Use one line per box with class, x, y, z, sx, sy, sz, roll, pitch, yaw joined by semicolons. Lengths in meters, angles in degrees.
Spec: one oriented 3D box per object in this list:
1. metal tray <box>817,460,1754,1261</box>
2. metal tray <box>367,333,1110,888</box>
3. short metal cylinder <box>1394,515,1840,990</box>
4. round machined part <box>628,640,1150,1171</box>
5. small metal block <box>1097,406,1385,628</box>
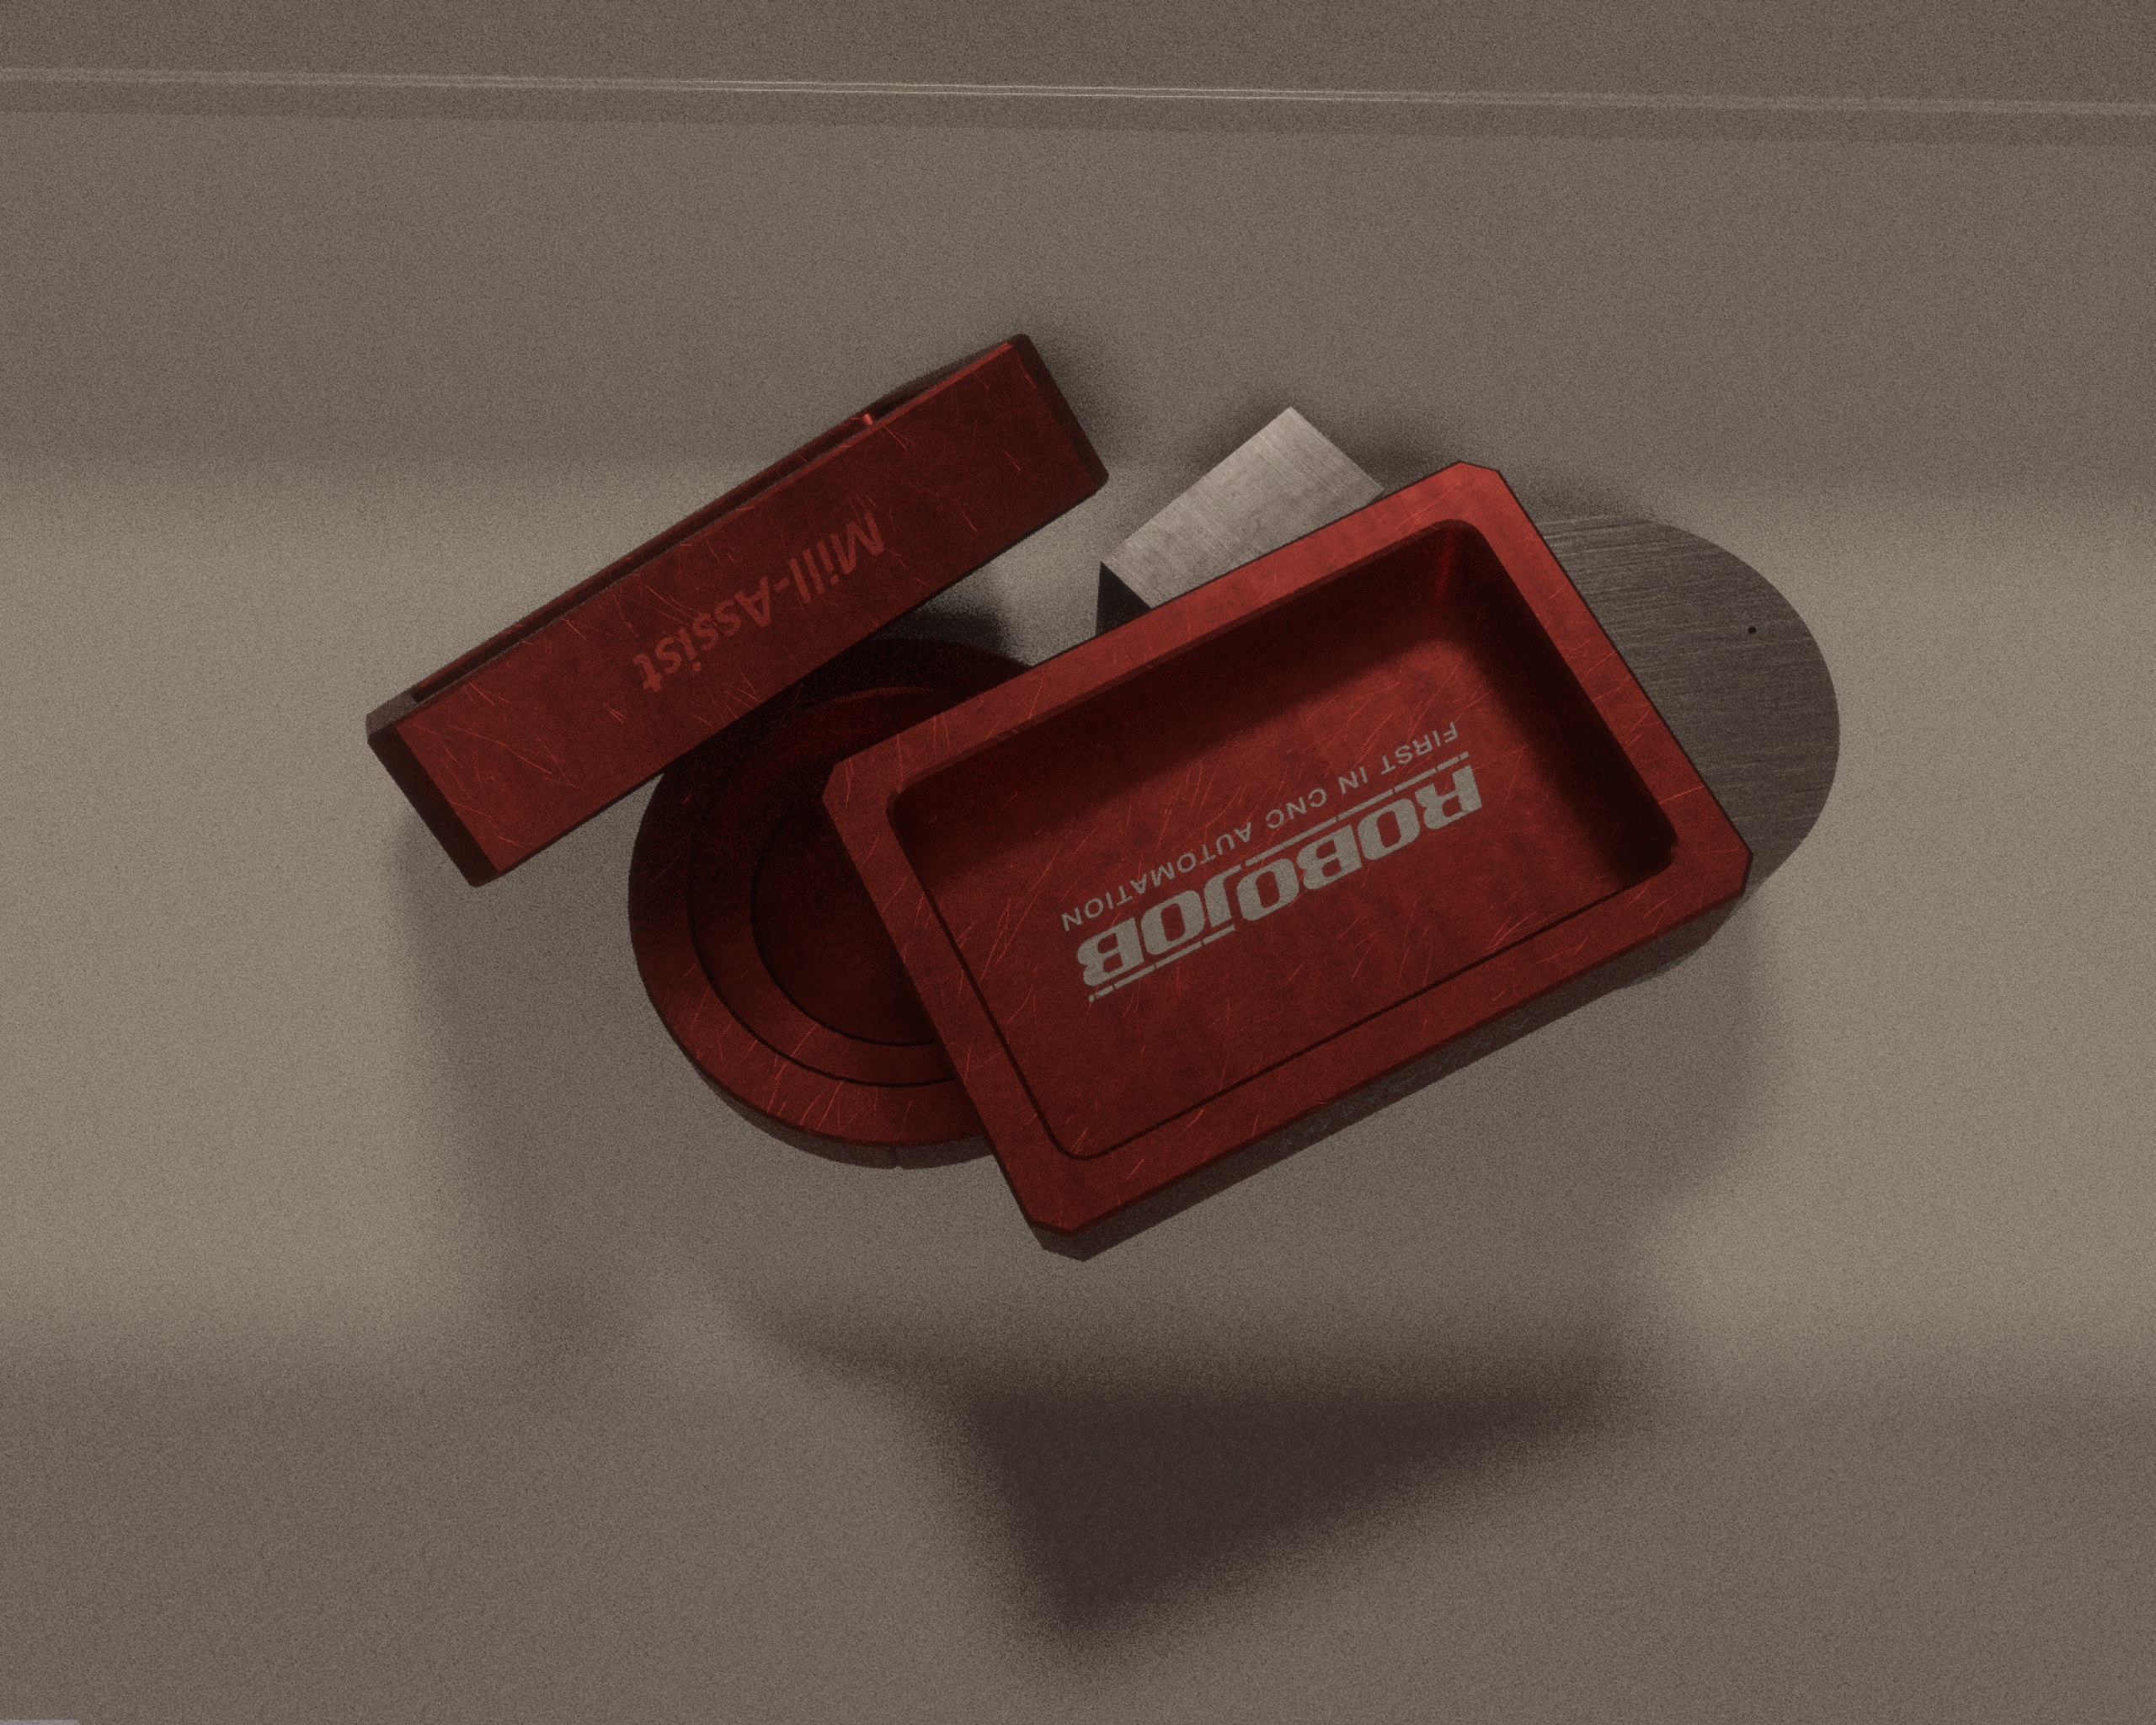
metal tray;0.034;-0.001;0.356;0.131;0.030;0.090;-26;71;-5
metal tray;-0.067;-0.048;0.388;0.131;0.090;0.030;-35;106;-13
short metal cylinder;0.098;-0.020;0.402;0.081;0.050;0.080;0;70;0
round machined part;-0.032;0.010;0.396;0.099;0.042;0.098;0;70;-1
small metal block;0.031;-0.055;0.414;0.050;0.050;0.025;-41;75;-15
